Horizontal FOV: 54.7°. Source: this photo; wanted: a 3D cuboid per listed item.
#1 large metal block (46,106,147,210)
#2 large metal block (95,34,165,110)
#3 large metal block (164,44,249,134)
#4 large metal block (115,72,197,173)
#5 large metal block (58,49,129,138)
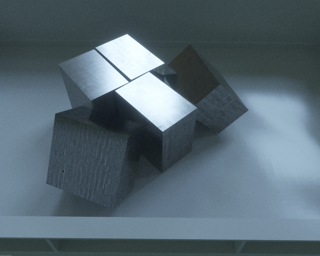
[{"bbox_3d":[-0.068,0.029,0.334,0.080,0.079,0.050,17,17,13],"label":"large metal block"},{"bbox_3d":[-0.039,-0.067,0.423,0.050,0.080,0.080,-32,57,-24],"label":"large metal block"},{"bbox_3d":[0.058,-0.049,0.401,0.050,0.080,0.080,-41,51,18],"label":"large metal block"},{"bbox_3d":[-0.005,-0.006,0.372,0.050,0.080,0.080,-34,58,-25],"label":"large metal block"},{"bbox_3d":[-0.081,-0.041,0.401,0.050,0.080,0.080,-31,57,-23],"label":"large metal block"}]
